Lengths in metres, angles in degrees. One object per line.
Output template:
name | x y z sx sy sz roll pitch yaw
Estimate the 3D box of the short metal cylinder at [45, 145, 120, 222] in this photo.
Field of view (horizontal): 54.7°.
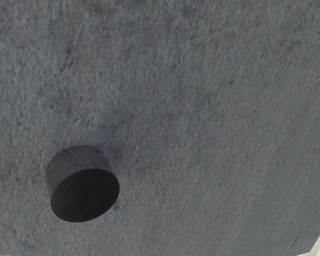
short metal cylinder | -0.096 0.068 0.381 0.081 0.050 0.079 -14 125 -21
